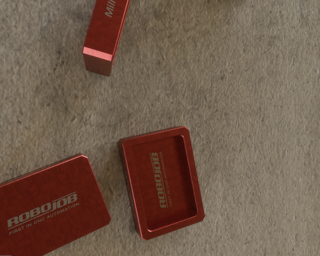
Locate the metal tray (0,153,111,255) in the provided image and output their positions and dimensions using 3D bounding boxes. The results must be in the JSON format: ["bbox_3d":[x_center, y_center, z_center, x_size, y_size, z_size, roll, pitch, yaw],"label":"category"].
[{"bbox_3d":[-0.134,0.094,0.357,0.131,0.030,0.090,-21,97,-19],"label":"metal tray"}]

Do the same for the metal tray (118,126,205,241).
[{"bbox_3d":[0.003,0.069,0.408,0.091,0.030,0.129,-13,94,-20],"label":"metal tray"}]

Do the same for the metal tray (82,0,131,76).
[{"bbox_3d":[-0.054,-0.132,0.352,0.030,0.090,0.129,15,85,-10],"label":"metal tray"}]
